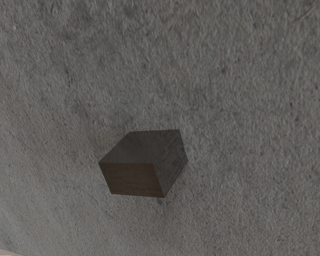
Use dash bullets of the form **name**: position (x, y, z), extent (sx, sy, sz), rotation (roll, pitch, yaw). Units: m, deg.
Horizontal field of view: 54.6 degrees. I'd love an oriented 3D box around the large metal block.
- **large metal block**: position (-0.019, 0.044, 0.409), extent (0.080, 0.080, 0.050), rotation (-3, 117, 29)
